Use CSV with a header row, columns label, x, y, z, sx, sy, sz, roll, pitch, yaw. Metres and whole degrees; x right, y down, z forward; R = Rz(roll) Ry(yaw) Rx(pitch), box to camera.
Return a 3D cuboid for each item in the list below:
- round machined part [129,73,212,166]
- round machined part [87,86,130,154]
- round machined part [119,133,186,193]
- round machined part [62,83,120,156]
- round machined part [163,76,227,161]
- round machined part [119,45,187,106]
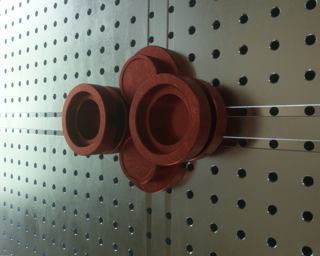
label,x,y,z,sx,sy,sz,roll,pitch,yaw
round machined part,0.015,-0.009,0.344,0.098,0.042,0.097,0,90,40
round machined part,-0.068,-0.011,0.455,0.098,0.042,0.097,0,90,40
round machined part,-0.016,0.038,0.412,0.098,0.042,0.097,0,90,40
round machined part,-0.091,-0.012,0.432,0.098,0.042,0.097,0,90,40
round machined part,0.036,-0.010,0.369,0.098,0.042,0.097,0,90,40
round machined part,-0.016,-0.061,0.412,0.098,0.042,0.097,0,90,40
